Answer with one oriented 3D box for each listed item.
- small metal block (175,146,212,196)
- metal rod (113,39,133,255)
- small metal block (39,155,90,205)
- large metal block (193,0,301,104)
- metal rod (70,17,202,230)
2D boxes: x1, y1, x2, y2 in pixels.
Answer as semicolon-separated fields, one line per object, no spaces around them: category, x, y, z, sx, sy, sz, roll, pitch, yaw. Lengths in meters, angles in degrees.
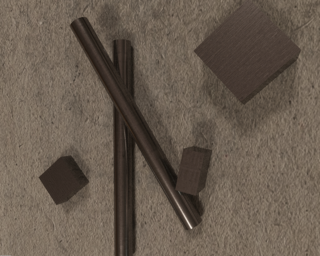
small metal block;0.043;0.051;0.380;0.025;0.050;0.050;12;94;19
metal rod;-0.051;0.030;0.425;0.025;0.025;0.298;-1;90;19
small metal block;-0.142;0.076;0.457;0.050;0.025;0.050;-41;78;15
large metal block;0.100;-0.085;0.360;0.080;0.050;0.080;-43;77;15
metal rod;-0.032;-0.007;0.398;0.025;0.025;0.299;-30;88;17
